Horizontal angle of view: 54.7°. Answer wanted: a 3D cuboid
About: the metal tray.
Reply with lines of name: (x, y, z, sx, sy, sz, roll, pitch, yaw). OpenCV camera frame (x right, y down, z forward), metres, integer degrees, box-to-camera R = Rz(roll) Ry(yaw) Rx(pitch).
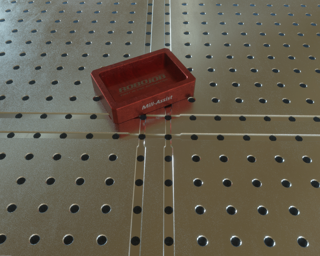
metal tray: (-0.025, -0.066, 0.459, 0.131, 0.030, 0.090, -22, 54, -18)
